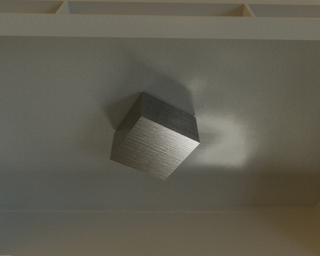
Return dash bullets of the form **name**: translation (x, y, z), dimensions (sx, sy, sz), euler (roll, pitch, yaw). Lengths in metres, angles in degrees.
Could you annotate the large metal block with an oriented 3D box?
- **large metal block**: translation (-0.008, 0.013, 0.399), dimensions (0.080, 0.050, 0.080), euler (25, 125, -20)
